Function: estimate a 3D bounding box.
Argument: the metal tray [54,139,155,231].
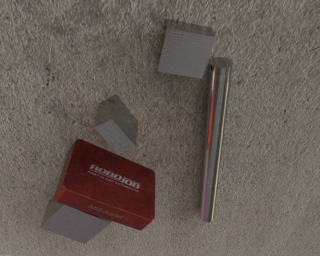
[{"bbox_3d":[-0.069,0.078,0.430,0.131,0.090,0.030,26,125,-21],"label":"metal tray"}]

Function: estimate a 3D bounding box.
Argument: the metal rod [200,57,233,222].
[{"bbox_3d":[0.075,0.040,0.442,0.025,0.025,0.298,-2,130,1],"label":"metal rod"}]

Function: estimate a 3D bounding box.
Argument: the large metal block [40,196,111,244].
[{"bbox_3d":[-0.133,0.137,0.506,0.080,0.050,0.080,32,123,-25],"label":"large metal block"}]

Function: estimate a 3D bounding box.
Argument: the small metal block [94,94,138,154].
[{"bbox_3d":[-0.053,-0.005,0.386,0.025,0.050,0.050,-24,127,18],"label":"small metal block"}]

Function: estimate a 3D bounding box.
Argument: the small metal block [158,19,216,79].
[{"bbox_3d":[0.027,-0.085,0.335,0.050,0.025,0.050,8,130,-8],"label":"small metal block"}]
